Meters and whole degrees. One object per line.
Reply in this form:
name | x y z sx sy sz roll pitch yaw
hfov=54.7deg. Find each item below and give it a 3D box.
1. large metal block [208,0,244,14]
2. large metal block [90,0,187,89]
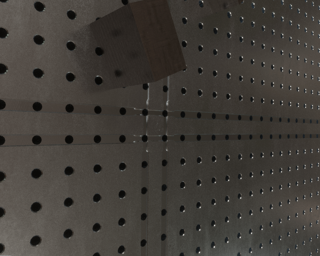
large metal block | 0.107 -0.240 0.485 0.080 0.050 0.080 -46 118 -30
large metal block | -0.026 -0.094 0.353 0.050 0.080 0.080 -30 109 -36
